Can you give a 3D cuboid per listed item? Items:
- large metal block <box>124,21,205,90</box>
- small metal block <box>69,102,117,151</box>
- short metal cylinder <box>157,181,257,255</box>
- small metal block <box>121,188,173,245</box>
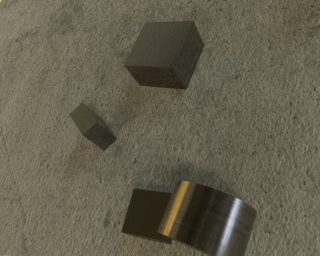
[{"bbox_3d":[0.008,-0.105,0.447,0.080,0.050,0.080,10,67,32],"label":"large metal block"},{"bbox_3d":[-0.094,-0.002,0.436,0.025,0.050,0.050,-43,51,-1],"label":"small metal block"},{"bbox_3d":[0.044,0.089,0.290,0.080,0.080,0.050,11,68,32],"label":"short metal cylinder"},{"bbox_3d":[-0.009,0.098,0.347,0.050,0.025,0.050,1,62,28],"label":"small metal block"}]
